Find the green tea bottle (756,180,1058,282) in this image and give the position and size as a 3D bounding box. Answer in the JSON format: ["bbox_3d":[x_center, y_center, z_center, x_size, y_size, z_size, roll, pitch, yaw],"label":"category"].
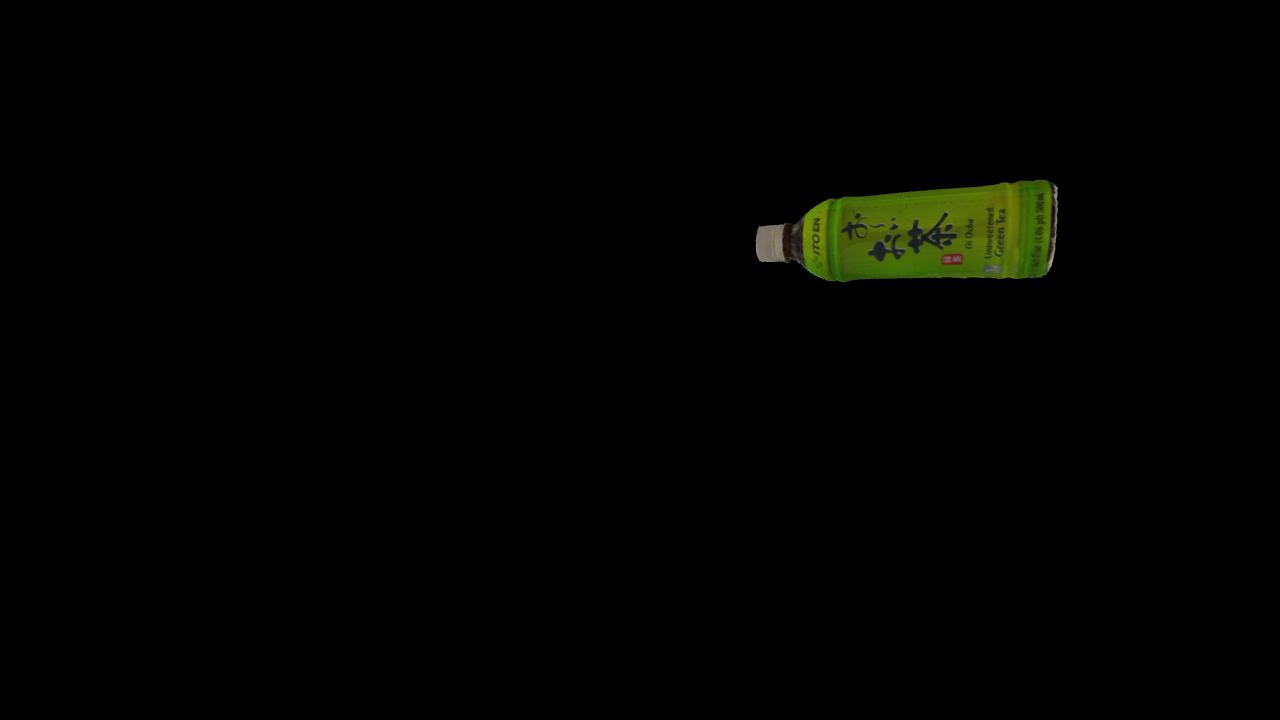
[{"bbox_3d":[0.198,-0.097,0.483,0.212,0.073,0.073,3,1,28],"label":"green tea bottle"}]
